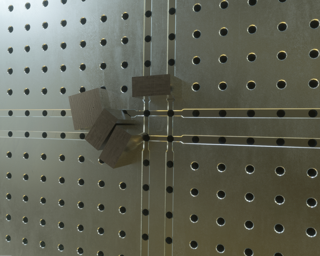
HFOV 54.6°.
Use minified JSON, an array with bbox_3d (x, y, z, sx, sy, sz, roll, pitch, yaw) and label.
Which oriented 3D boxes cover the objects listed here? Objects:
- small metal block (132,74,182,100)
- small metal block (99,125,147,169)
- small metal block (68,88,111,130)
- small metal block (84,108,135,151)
[{"bbox_3d":[-0.003,-0.052,0.401,0.050,0.050,0.025,-1,90,20],"label":"small metal block"},{"bbox_3d":[-0.049,0.024,0.417,0.025,0.050,0.050,33,101,17],"label":"small metal block"},{"bbox_3d":[-0.100,-0.026,0.448,0.050,0.025,0.050,-13,86,19],"label":"small metal block"},{"bbox_3d":[-0.068,0.002,0.424,0.025,0.050,0.050,38,102,16],"label":"small metal block"}]
